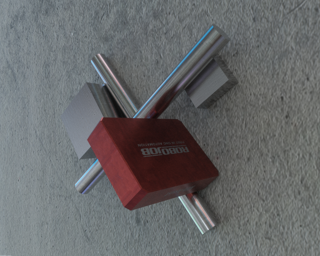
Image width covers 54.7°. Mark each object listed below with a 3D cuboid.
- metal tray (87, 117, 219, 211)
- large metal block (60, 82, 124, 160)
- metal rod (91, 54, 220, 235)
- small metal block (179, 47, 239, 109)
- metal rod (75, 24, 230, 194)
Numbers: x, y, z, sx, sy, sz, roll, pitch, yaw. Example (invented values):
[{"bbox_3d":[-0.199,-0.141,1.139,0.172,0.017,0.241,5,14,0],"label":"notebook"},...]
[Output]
[{"bbox_3d":[-0.002,0.032,0.337,0.030,0.131,0.090,-50,60,29],"label":"metal tray"},{"bbox_3d":[-0.095,-0.010,0.465,0.080,0.050,0.080,-44,64,31],"label":"large metal block"},{"bbox_3d":[-0.018,0.005,0.420,0.025,0.025,0.299,-49,61,28],"label":"metal rod"},{"bbox_3d":[0.054,-0.057,0.360,0.050,0.025,0.050,-43,65,31],"label":"small metal block"},{"bbox_3d":[-0.026,-0.005,0.393,0.299,0.025,0.025,-46,63,29],"label":"metal rod"}]
